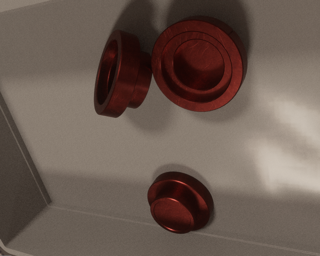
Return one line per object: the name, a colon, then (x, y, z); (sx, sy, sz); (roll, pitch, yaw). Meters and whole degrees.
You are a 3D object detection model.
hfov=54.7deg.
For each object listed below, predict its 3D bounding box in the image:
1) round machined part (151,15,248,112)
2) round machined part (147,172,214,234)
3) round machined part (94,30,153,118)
round machined part: (0.044, -0.070, 0.331); (0.098, 0.042, 0.097); (13, 124, 20)
round machined part: (0.025, 0.116, 0.455); (0.098, 0.042, 0.097); (13, 124, 20)
round machined part: (-0.042, -0.059, 0.358); (0.042, 0.098, 0.097); (11, 134, -25)
